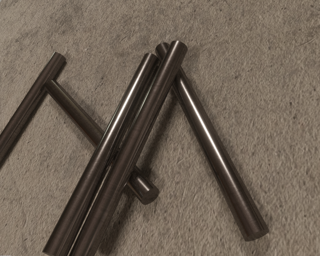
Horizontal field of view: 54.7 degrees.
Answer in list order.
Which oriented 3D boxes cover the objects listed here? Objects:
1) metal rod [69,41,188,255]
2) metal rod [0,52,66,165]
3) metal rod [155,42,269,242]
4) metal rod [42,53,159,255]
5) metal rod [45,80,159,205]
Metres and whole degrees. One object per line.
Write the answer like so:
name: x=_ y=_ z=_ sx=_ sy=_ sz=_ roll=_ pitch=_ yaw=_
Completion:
metal rod: x=-0.031 y=0.018 z=0.374 sx=0.025 sy=0.025 sz=0.300 roll=11 pitch=67 yaw=32
metal rod: x=-0.248 y=-0.006 z=0.534 sx=0.025 sy=0.025 sz=0.300 roll=13 pitch=68 yaw=33
metal rod: x=0.048 y=-0.009 z=0.383 sx=0.025 sy=0.025 sz=0.299 roll=-29 pitch=52 yaw=10
metal rod: x=-0.061 y=0.013 z=0.396 sx=0.025 sy=0.025 sz=0.300 roll=2 pitch=53 yaw=29
metal rod: x=-0.101 y=0.003 z=0.452 sx=0.025 sy=0.025 sz=0.300 roll=-46 pitch=52 yaw=-4
